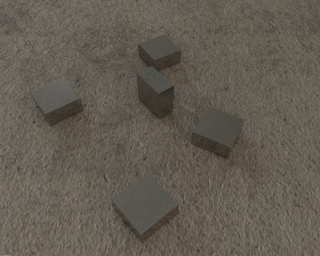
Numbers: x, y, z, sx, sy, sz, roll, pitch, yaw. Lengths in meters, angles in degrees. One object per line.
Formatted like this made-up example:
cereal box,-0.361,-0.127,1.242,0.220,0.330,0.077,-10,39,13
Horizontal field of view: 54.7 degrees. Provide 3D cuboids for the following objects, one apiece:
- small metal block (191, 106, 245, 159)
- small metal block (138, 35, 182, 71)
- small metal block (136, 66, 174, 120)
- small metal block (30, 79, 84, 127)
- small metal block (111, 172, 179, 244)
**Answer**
small metal block,0.075,0.005,0.399,0.050,0.025,0.050,23,54,18
small metal block,0.000,-0.122,0.506,0.050,0.025,0.050,-26,55,-20
small metal block,-0.007,-0.049,0.428,0.025,0.050,0.050,-30,56,-23
small metal block,-0.143,-0.037,0.433,0.050,0.025,0.050,-30,56,-23
small metal block,-0.016,0.084,0.332,0.050,0.025,0.050,-33,58,-25
